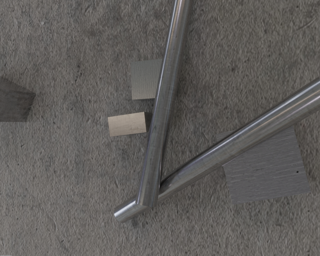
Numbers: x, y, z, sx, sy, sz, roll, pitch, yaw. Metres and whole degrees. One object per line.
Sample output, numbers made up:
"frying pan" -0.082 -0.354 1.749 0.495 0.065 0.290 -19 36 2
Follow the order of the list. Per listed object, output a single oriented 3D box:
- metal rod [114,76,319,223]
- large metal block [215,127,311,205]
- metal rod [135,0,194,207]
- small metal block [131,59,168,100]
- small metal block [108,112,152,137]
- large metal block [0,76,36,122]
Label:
"metal rod" 0.045 0.043 0.347 0.299 0.025 0.025 -38 78 33
"large metal block" 0.117 0.036 0.355 0.080 0.050 0.080 -15 85 19
"metal rod" 0.010 -0.057 0.378 0.025 0.025 0.299 8 82 20
"small metal block" -0.010 -0.063 0.412 0.050 0.025 0.050 -2 89 20
"small metal block" -0.033 -0.004 0.407 0.050 0.050 0.025 -7 88 20
"large metal block" -0.255 -0.048 0.470 0.080 0.080 0.050 25 98 18
